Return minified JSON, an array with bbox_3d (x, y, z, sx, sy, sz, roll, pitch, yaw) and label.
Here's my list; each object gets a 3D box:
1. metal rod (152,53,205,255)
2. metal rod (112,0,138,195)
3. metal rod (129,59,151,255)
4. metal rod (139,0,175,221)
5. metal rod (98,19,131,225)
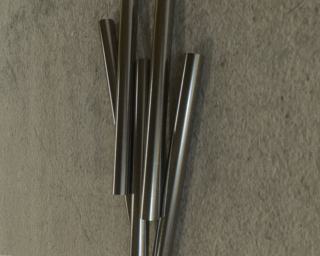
[{"bbox_3d":[0.019,0.059,0.387,0.025,0.025,0.298,14,99,39],"label":"metal rod"},{"bbox_3d":[-0.046,-0.061,0.424,0.025,0.025,0.298,-2,83,39],"label":"metal rod"},{"bbox_3d":[-0.024,0.058,0.409,0.025,0.025,0.298,-2,85,39],"label":"metal rod"},{"bbox_3d":[-0.002,-0.037,0.389,0.025,0.025,0.298,2,87,39],"label":"metal rod"},{"bbox_3d":[-0.057,-0.014,0.449,0.025,0.025,0.298,-16,80,38],"label":"metal rod"}]
